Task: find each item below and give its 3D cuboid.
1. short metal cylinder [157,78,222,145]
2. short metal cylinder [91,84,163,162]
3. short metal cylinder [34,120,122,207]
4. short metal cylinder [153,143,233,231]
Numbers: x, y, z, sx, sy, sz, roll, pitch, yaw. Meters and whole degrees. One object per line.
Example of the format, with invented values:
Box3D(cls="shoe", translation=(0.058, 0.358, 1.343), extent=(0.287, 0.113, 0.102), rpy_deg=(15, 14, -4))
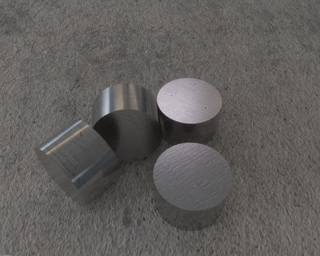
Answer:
Box3D(cls="short metal cylinder", translation=(0.037, -0.020, 0.404), extent=(0.081, 0.050, 0.080), rpy_deg=(0, 50, 0))
Box3D(cls="short metal cylinder", translation=(-0.040, -0.005, 0.367), extent=(0.081, 0.079, 0.050), rpy_deg=(-6, 41, -5))
Box3D(cls="short metal cylinder", translation=(-0.088, 0.038, 0.335), extent=(0.080, 0.080, 0.050), rpy_deg=(34, 58, 25))
Box3D(cls="short metal cylinder", translation=(0.033, 0.063, 0.334), extent=(0.080, 0.050, 0.080), rpy_deg=(0, 50, 0))
